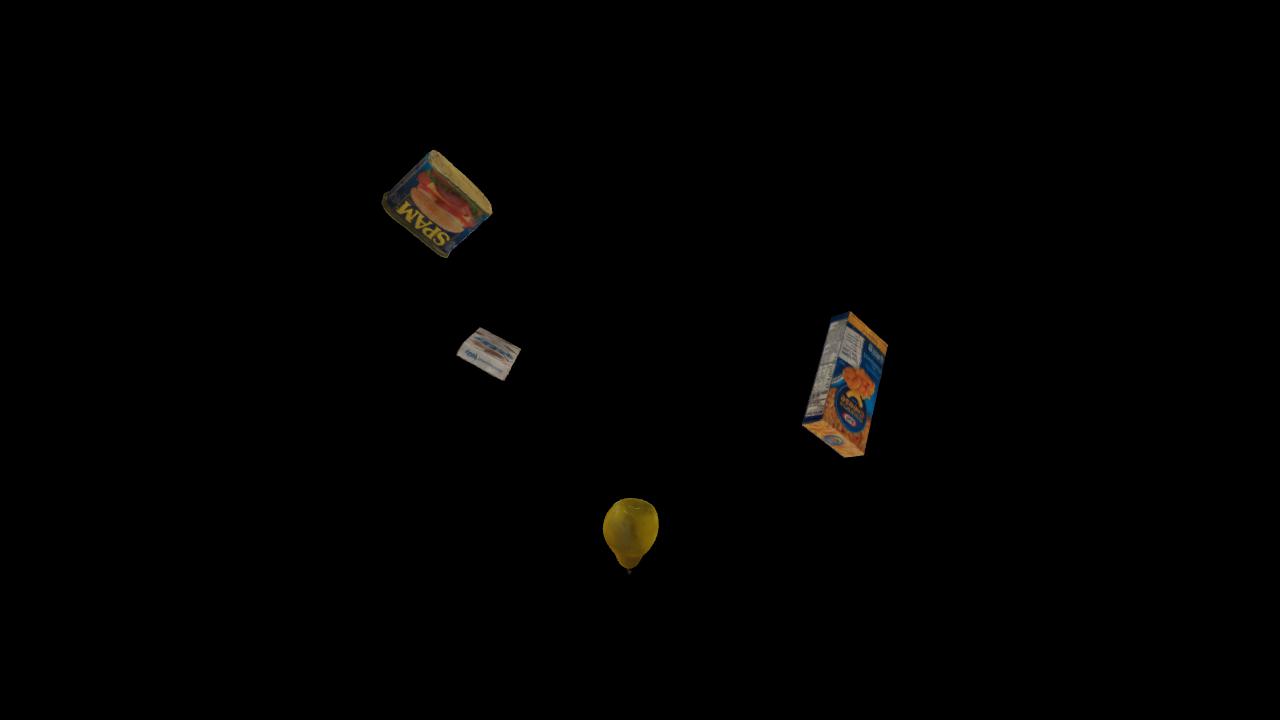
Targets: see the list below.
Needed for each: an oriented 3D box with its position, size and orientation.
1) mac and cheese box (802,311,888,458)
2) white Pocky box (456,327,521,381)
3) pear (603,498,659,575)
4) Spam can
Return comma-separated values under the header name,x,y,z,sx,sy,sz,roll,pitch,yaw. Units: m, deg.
name,x,y,z,sx,sy,sz,roll,pitch,yaw
mac and cheese box,0.287,0.032,0.851,0.093,0.184,0.041,36,-31,-23
white Pocky box,-0.244,-0.013,1.006,0.084,0.028,0.154,30,8,-10
pear,-0.016,0.242,0.818,0.080,0.111,0.080,9,11,-2
Spam can,-0.245,-0.190,0.753,0.085,0.058,0.101,-37,-51,15
